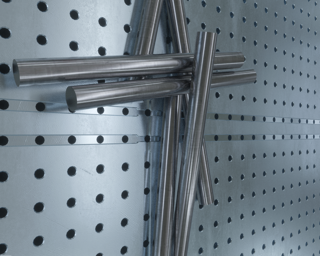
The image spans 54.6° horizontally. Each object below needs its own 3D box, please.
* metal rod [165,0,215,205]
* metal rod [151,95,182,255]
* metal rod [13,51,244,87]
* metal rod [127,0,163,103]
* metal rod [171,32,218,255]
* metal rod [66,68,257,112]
[{"bbox_3d":[0.044,-0.035,0.444,0.025,0.025,0.298,-17,101,-39],"label":"metal rod"},{"bbox_3d":[0.007,0.099,0.413,0.025,0.025,0.299,8,85,-40],"label":"metal rod"},{"bbox_3d":[-0.008,-0.075,0.366,0.302,0.025,0.025,-12,98,-35],"label":"metal rod"},{"bbox_3d":[-0.006,-0.180,0.402,0.025,0.025,0.299,17,79,-39],"label":"metal rod"},{"bbox_3d":[0.041,0.032,0.400,0.025,0.025,0.298,-4,106,-40],"label":"metal rod"},{"bbox_3d":[0.028,-0.055,0.397,0.302,0.025,0.025,-13,99,-39],"label":"metal rod"}]
